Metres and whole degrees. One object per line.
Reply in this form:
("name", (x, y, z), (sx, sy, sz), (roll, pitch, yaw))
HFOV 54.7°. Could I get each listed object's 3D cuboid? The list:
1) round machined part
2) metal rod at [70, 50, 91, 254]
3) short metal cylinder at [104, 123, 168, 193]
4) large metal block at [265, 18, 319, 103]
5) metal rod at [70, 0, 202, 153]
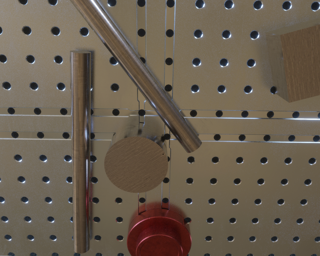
("round machined part", (-0.001, 0.176, 0.469), (0.099, 0.042, 0.097), (0, 110, -1))
("metal rod", (-0.109, 0.046, 0.428), (0.025, 0.025, 0.298), (4, 110, -2))
("short metal cylinder", (-0.030, 0.039, 0.414), (0.081, 0.050, 0.079), (0, 110, -1))
("large metal block", (0.181, -0.084, 0.372), (0.080, 0.050, 0.080), (-14, 110, 5))
("metal rod", (-0.042, -0.087, 0.380), (0.025, 0.025, 0.300), (-34, 107, 11))
